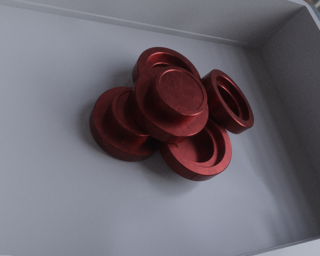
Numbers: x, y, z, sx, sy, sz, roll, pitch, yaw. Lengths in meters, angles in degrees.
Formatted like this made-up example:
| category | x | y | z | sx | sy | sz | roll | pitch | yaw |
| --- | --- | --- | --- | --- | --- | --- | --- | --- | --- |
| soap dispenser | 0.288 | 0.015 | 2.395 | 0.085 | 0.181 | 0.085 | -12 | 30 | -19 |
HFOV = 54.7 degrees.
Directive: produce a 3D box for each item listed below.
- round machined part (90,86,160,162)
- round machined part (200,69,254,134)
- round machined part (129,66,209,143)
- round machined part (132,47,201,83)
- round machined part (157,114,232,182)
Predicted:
| category | x | y | z | sx | sy | sz | roll | pitch | yaw |
| --- | --- | --- | --- | --- | --- | --- | --- | --- | --- |
| round machined part | -0.033 | -0.012 | 0.381 | 0.099 | 0.042 | 0.098 | 14 | 56 | -21 |
| round machined part | 0.089 | -0.033 | 0.449 | 0.098 | 0.042 | 0.098 | 32 | 39 | -31 |
| round machined part | 0.017 | -0.034 | 0.368 | 0.099 | 0.042 | 0.098 | 14 | 56 | -21 |
| round machined part | 0.007 | -0.063 | 0.436 | 0.099 | 0.042 | 0.098 | 14 | 56 | -21 |
| round machined part | 0.040 | 0.023 | 0.402 | 0.099 | 0.042 | 0.098 | 14 | 56 | -21 |
